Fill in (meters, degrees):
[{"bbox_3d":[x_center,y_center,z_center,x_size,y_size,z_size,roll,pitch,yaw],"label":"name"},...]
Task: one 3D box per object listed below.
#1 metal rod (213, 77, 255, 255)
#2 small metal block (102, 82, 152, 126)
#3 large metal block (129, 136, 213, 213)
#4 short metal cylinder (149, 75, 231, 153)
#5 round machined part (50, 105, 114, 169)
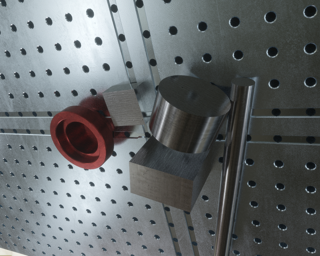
[{"bbox_3d":[0.092,0.078,0.409,0.025,0.025,0.298,12,124,21],"label":"metal rod"},{"bbox_3d":[-0.042,-0.031,0.413,0.050,0.025,0.050,-3,117,29],"label":"small metal block"},{"bbox_3d":[0.016,0.051,0.398,0.080,0.080,0.050,14,124,20],"label":"large metal block"},{"bbox_3d":[0.032,-0.017,0.347,0.080,0.080,0.050,25,127,12],"label":"short metal cylinder"},{"bbox_3d":[-0.111,0.010,0.463,0.098,0.042,0.097,13,124,20],"label":"round machined part"}]
